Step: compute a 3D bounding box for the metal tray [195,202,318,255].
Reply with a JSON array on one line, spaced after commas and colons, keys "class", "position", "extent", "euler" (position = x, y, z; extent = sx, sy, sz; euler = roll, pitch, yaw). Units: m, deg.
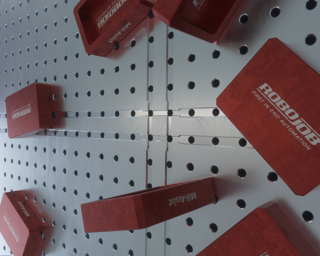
[{"class": "metal tray", "position": [0.096, 0.152, 0.328], "extent": [0.129, 0.030, 0.090], "euler": [-50, 61, 28]}]

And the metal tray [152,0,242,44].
[{"class": "metal tray", "position": [0.059, -0.159, 0.318], "extent": [0.030, 0.091, 0.129], "euler": [47, 118, 30]}]

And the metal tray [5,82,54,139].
[{"class": "metal tray", "position": [-0.267, -0.032, 0.629], "extent": [0.130, 0.030, 0.090], "euler": [-13, 82, 39]}]

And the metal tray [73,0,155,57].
[{"class": "metal tray", "position": [-0.074, -0.180, 0.468], "extent": [0.130, 0.030, 0.090], "euler": [-32, 70, 35]}]

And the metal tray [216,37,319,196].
[{"class": "metal tray", "position": [0.127, -0.013, 0.302], "extent": [0.090, 0.030, 0.130], "euler": [-51, 60, 28]}]

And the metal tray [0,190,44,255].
[{"class": "metal tray", "position": [-0.300, 0.207, 0.657], "extent": [0.130, 0.030, 0.089], "euler": [36, 112, 34]}]

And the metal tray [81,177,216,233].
[{"class": "metal tray", "position": [-0.009, 0.085, 0.349], "extent": [0.090, 0.131, 0.030], "euler": [-19, 78, 39]}]
